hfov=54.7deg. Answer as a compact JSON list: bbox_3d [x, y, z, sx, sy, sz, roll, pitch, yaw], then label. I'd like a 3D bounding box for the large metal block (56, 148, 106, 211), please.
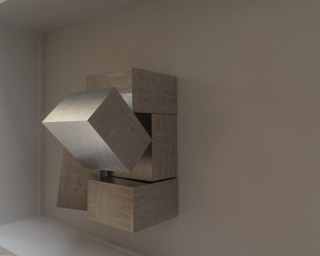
[{"bbox_3d":[-0.107,0.063,0.444,0.050,0.080,0.079,9,98,-4],"label":"large metal block"}]

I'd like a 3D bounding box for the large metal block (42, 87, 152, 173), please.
[{"bbox_3d":[-0.070,0.004,0.351,0.080,0.080,0.050,-1,45,39],"label":"large metal block"}]

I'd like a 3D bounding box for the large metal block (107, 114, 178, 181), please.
[{"bbox_3d":[-0.024,0.023,0.409,0.080,0.050,0.079,-1,90,39],"label":"large metal block"}]

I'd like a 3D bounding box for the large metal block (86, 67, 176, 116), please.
[{"bbox_3d":[-0.036,-0.042,0.395,0.080,0.081,0.050,-1,89,39],"label":"large metal block"}]

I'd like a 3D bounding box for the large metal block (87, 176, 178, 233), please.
[{"bbox_3d":[-0.034,0.089,0.394,0.080,0.081,0.050,1,91,39],"label":"large metal block"}]
